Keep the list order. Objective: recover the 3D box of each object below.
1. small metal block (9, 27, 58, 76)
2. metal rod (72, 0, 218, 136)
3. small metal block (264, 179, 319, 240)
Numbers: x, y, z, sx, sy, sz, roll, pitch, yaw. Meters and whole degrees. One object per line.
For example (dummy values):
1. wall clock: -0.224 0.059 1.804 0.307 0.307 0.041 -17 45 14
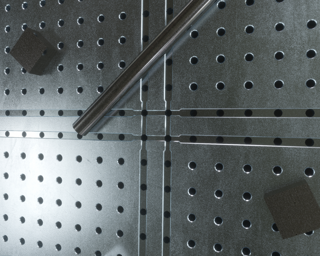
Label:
1. small metal block: -0.196 -0.118 0.480 0.050 0.025 0.050 44 103 14
2. metal rod: -0.012 -0.098 0.416 0.299 0.025 0.025 -44 77 14
3. small metal block: 0.155 0.093 0.358 0.050 0.025 0.050 -25 82 18
